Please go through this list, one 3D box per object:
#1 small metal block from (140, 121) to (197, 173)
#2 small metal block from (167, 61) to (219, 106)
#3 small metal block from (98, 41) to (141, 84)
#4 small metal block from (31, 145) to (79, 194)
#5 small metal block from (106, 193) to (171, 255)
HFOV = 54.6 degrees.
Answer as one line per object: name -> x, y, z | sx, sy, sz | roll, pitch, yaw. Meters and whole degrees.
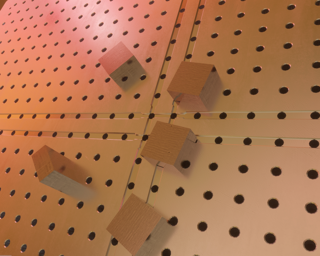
small metal block -> 0.011, 0.023, 0.389 | 0.050, 0.025, 0.050 | 14, 69, 34
small metal block -> 0.045, -0.061, 0.423 | 0.050, 0.025, 0.050 | 15, 69, 34
small metal block -> -0.067, -0.108, 0.511 | 0.050, 0.025, 0.050 | -39, 51, 2
small metal block -> -0.147, 0.058, 0.435 | 0.025, 0.050, 0.050 | -39, 51, 2
small metal block -> -0.025, 0.111, 0.354 | 0.050, 0.025, 0.050 | 29, 77, 37
